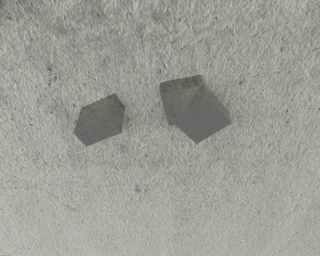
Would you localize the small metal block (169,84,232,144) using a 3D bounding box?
[{"bbox_3d":[0.047,-0.015,0.362,0.050,0.025,0.050,-34,123,25],"label":"small metal block"}]

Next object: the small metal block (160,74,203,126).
[{"bbox_3d":[0.030,-0.033,0.379,0.050,0.025,0.050,-10,130,8],"label":"small metal block"}]

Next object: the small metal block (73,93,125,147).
[{"bbox_3d":[-0.073,-0.010,0.381,0.050,0.050,0.025,-21,127,17],"label":"small metal block"}]
